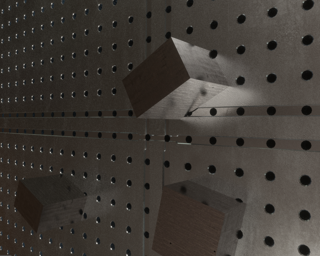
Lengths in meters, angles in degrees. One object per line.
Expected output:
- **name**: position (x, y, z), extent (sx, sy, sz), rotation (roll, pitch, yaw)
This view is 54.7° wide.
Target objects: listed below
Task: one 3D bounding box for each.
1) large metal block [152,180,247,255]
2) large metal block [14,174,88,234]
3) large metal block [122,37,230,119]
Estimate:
- **large metal block**: position (0.043, 0.114, 0.356), extent (0.080, 0.050, 0.079), rotation (17, 101, 38)
- **large metal block**: position (-0.184, 0.123, 0.522), extent (0.080, 0.081, 0.050), rotation (28, 108, 36)
- **large metal block**: position (0.018, -0.051, 0.357), extent (0.080, 0.081, 0.050), rotation (-34, 69, 34)
